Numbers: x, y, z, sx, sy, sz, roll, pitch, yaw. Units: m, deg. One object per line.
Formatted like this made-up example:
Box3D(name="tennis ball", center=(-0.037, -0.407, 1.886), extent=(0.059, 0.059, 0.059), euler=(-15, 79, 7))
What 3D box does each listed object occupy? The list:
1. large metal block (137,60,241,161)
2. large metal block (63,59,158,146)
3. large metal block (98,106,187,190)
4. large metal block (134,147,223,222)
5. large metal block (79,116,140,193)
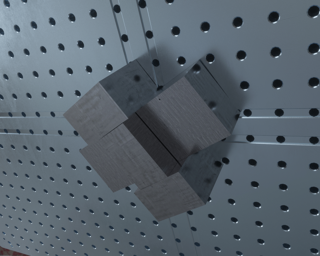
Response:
Box3D(name="large metal block", center=(0.033, -0.018, 0.366), extent=(0.080, 0.050, 0.080), euler=(-32, 103, 38))
Box3D(name="large metal block", center=(-0.059, -0.032, 0.387), extent=(0.080, 0.080, 0.050), euler=(-32, 100, 38))
Box3D(name="large metal block", center=(-0.016, 0.017, 0.395), extent=(0.050, 0.080, 0.080), euler=(-32, 100, 38))
Box3D(name="large metal block", center=(0.026, 0.066, 0.403), extent=(0.080, 0.080, 0.050), euler=(-32, 100, 37))
Box3D(name="large metal block", center=(-0.055, 0.037, 0.449), extent=(0.080, 0.050, 0.080), euler=(-30, 102, 38))
